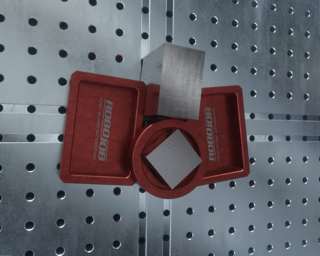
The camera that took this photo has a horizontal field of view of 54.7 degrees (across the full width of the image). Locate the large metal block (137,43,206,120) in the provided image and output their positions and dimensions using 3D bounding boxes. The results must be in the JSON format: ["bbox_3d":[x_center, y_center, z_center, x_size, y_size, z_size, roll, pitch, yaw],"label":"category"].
[{"bbox_3d":[0.011,-0.052,0.383,0.050,0.080,0.080,7,88,-20],"label":"large metal block"}]

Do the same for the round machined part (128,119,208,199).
[{"bbox_3d":[0.008,0.037,0.392,0.099,0.042,0.097,0,90,-20],"label":"round machined part"}]

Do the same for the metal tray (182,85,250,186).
[{"bbox_3d":[0.074,0.009,0.433,0.091,0.030,0.129,-7,93,-20],"label":"metal tray"}]

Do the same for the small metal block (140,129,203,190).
[{"bbox_3d":[0.013,0.036,0.369,0.050,0.025,0.050,-41,103,-15],"label":"small metal block"}]

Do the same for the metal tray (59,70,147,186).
[{"bbox_3d":[-0.070,0.002,0.380,0.091,0.030,0.129,7,88,-20],"label":"metal tray"}]
